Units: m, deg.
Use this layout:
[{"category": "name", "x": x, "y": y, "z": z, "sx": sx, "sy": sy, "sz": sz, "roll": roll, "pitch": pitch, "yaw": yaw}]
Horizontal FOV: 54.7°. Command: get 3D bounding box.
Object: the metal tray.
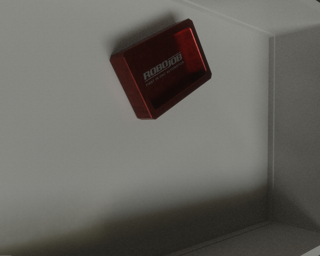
[{"category": "metal tray", "x": 0.008, "y": -0.080, "z": 0.411, "sx": 0.131, "sy": 0.030, "sz": 0.090, "roll": -38, "pitch": 114, "yaw": -34}]
